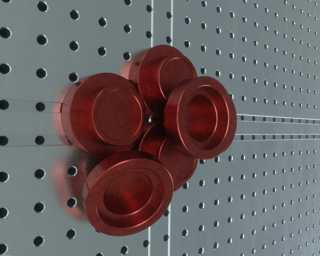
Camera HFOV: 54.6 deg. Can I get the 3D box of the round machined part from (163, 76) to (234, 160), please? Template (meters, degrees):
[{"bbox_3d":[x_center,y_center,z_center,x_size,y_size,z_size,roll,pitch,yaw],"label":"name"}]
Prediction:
[{"bbox_3d":[0.043,-0.012,0.377,0.099,0.042,0.097,0,90,-40],"label":"round machined part"}]

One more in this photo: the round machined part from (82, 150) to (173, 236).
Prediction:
[{"bbox_3d":[-0.038,0.068,0.348,0.099,0.042,0.097,-10,116,-21],"label":"round machined part"}]

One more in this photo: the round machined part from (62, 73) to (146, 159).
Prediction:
[{"bbox_3d":[-0.055,-0.014,0.351,0.099,0.042,0.097,0,90,-40],"label":"round machined part"}]

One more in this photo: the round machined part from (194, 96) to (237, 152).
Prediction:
[{"bbox_3d":[0.065,-0.011,0.450,0.099,0.042,0.097,0,90,-40],"label":"round machined part"}]

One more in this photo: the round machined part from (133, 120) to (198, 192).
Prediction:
[{"bbox_3d":[0.012,0.038,0.406,0.099,0.042,0.097,0,90,-40],"label":"round machined part"}]

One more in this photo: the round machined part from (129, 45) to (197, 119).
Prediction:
[{"bbox_3d":[0.012,-0.060,0.407,0.099,0.042,0.097,0,90,-40],"label":"round machined part"}]
